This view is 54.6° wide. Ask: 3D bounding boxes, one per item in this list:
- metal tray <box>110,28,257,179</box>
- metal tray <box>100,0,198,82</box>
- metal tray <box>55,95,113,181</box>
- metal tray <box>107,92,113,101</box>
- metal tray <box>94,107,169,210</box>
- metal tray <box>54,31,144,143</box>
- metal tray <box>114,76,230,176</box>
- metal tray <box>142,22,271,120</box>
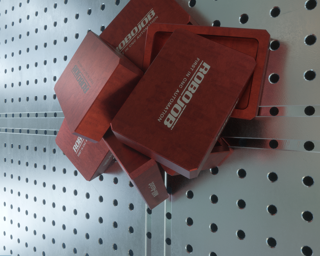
[{"bbox_3d":[0.025,-0.028,0.304,0.090,0.030,0.130,27,72,15],"label":"metal tray"},{"bbox_3d":[-0.026,-0.114,0.404,0.130,0.030,0.090,-43,65,15],"label":"metal tray"},{"bbox_3d":[-0.103,0.010,0.463,0.090,0.030,0.129,47,131,12],"label":"metal tray"},{"bbox_3d":[-0.072,-0.049,0.466,0.090,0.030,0.129,46,117,30],"label":"metal tray"},{"bbox_3d":[-0.033,0.040,0.377,0.030,0.130,0.090,-34,62,-11],"label":"metal tray"},{"bbox_3d":[-0.077,-0.053,0.356,0.090,0.030,0.130,-54,37,10],"label":"metal tray"},{"bbox_3d":[0.011,-0.008,0.360,0.130,0.091,0.030,52,121,28],"label":"metal tray"},{"bbox_3d":[0.046,-0.063,0.340,0.130,0.030,0.089,10,97,19],"label":"metal tray"}]
